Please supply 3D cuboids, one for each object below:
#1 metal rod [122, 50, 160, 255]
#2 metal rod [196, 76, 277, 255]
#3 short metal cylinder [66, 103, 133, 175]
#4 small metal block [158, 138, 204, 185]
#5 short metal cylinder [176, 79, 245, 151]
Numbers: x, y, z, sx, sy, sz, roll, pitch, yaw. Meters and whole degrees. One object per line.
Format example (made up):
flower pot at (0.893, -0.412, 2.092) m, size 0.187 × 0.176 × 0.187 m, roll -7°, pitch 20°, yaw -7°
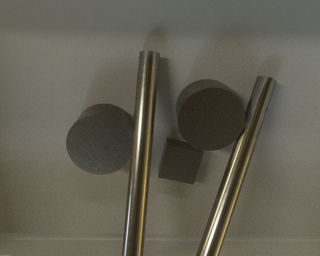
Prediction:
metal rod at (-0.025, 0.057, 0.372) m, size 0.025 × 0.025 × 0.298 m, roll 5°, pitch 87°, yaw -2°
metal rod at (0.084, 0.078, 0.378) m, size 0.025 × 0.025 × 0.299 m, roll 21°, pitch 84°, yaw -8°
short metal cylinder at (-0.074, 0.013, 0.402) m, size 0.081 × 0.050 × 0.079 m, roll 0°, pitch 110°, yaw -1°
small metal block at (0.028, 0.046, 0.429) m, size 0.050 × 0.025 × 0.050 m, roll 12°, pitch 110°, yaw -5°
short metal cylinder at (0.061, -0.018, 0.392) m, size 0.081 × 0.050 × 0.079 m, roll 0°, pitch 110°, yaw -1°
